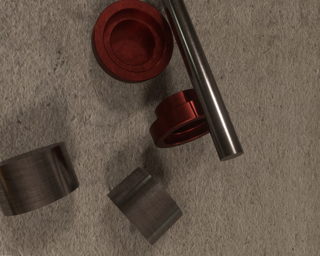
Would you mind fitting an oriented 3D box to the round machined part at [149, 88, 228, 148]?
[{"bbox_3d":[0.032,-0.014,0.388,0.099,0.098,0.042,-16,71,-20],"label":"round machined part"}]

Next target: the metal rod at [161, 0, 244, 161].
[{"bbox_3d":[0.030,-0.106,0.359,0.025,0.025,0.299,-10,70,-20],"label":"metal rod"}]

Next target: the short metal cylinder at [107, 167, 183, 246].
[{"bbox_3d":[-0.019,0.093,0.374,0.050,0.080,0.080,-42,104,-15],"label":"short metal cylinder"}]

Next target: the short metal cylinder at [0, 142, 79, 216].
[{"bbox_3d":[-0.134,0.052,0.331,0.081,0.080,0.050,-20,97,-19],"label":"short metal cylinder"}]

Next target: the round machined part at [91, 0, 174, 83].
[{"bbox_3d":[-0.036,-0.104,0.387,0.099,0.042,0.097,0,90,-21],"label":"round machined part"}]
